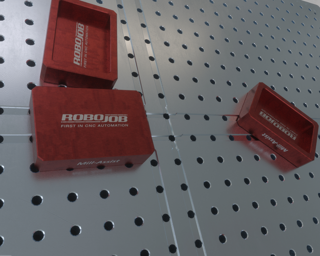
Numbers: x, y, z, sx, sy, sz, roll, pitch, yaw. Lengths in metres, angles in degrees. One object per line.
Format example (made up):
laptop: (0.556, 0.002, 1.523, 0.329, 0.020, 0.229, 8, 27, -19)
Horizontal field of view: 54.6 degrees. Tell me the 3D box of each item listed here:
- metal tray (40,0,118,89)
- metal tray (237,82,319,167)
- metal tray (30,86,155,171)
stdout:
metal tray: (-0.105, -0.115, 0.417, 0.091, 0.030, 0.130, 9, 58, -24)
metal tray: (0.199, -0.007, 0.514, 0.130, 0.030, 0.090, 35, 51, -5)
metal tray: (-0.079, -0.001, 0.363, 0.131, 0.030, 0.090, -1, 62, -29)
